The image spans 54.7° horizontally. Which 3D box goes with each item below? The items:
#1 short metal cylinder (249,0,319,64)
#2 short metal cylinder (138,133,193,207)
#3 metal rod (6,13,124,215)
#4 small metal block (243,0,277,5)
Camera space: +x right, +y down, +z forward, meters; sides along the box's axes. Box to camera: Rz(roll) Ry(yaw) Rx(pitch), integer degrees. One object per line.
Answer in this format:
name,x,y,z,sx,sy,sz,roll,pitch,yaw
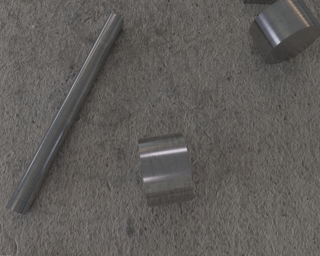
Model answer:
short metal cylinder,0.172,-0.133,0.429,0.080,0.080,0.050,-21,72,-8
short metal cylinder,0.005,0.048,0.361,0.050,0.080,0.080,-9,70,-3
metal rod,-0.119,-0.032,0.418,0.025,0.025,0.300,20,71,7
small metal block,0.159,-0.226,0.492,0.050,0.025,0.050,3,70,1
